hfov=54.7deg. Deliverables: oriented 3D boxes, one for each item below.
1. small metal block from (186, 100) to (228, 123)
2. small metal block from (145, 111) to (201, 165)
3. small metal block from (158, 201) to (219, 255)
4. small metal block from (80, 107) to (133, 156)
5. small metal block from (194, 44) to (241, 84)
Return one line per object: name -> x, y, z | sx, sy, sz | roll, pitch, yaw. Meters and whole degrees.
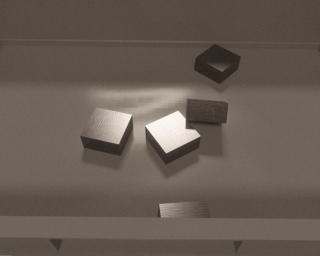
small metal block -> 0.060, -0.023, 0.408 | 0.050, 0.025, 0.050 | 5, 8, 3
small metal block -> 0.016, 0.011, 0.396 | 0.050, 0.025, 0.050 | -25, 55, -20
small metal block -> 0.026, 0.104, 0.313 | 0.050, 0.025, 0.050 | -2, 46, -8
small metal block -> -0.067, 0.004, 0.401 | 0.050, 0.025, 0.050 | 12, 51, 9
small metal block -> 0.091, -0.103, 0.493 | 0.050, 0.025, 0.050 | 35, 58, 25
